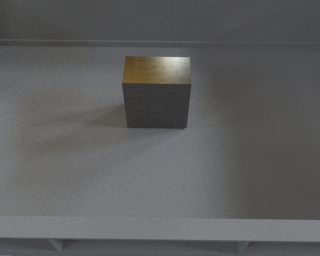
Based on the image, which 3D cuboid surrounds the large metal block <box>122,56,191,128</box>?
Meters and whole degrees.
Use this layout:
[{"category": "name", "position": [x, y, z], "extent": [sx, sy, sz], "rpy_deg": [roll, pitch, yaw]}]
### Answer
[{"category": "large metal block", "position": [-0.003, -0.045, 0.405], "extent": [0.080, 0.080, 0.050], "rpy_deg": [1, 50, 0]}]
